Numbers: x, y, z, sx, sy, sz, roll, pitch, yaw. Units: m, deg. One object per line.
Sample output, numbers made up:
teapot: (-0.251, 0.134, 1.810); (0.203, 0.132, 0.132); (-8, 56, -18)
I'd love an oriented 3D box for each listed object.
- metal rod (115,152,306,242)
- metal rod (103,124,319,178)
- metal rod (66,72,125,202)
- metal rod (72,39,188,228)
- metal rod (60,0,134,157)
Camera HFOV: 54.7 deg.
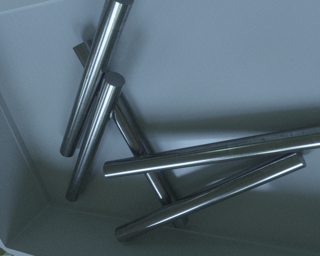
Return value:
metal rod: (0.047, 0.101, 0.420); (0.299, 0.025, 0.025); (-32, 101, 30)
metal rod: (0.059, 0.032, 0.376); (0.300, 0.025, 0.025); (-12, 113, 26)
metal rod: (-0.106, 0.034, 0.462); (0.025, 0.025, 0.298); (35, 135, 4)
metal rod: (-0.034, 0.020, 0.436); (0.025, 0.025, 0.299); (-16, 111, 34)
metal rod: (-0.094, -0.043, 0.399); (0.025, 0.025, 0.298); (38, 138, 2)
